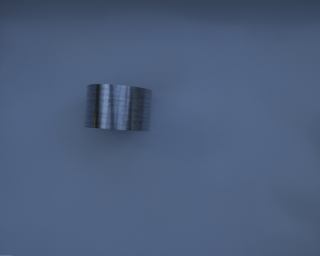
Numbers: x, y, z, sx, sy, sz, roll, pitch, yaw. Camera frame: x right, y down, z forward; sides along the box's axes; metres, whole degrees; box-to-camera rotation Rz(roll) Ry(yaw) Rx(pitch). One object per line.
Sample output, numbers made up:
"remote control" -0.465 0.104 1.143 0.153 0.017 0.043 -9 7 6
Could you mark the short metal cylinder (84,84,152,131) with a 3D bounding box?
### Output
"short metal cylinder" -0.051 -0.024 0.384 0.080 0.080 0.050 4 90 0
